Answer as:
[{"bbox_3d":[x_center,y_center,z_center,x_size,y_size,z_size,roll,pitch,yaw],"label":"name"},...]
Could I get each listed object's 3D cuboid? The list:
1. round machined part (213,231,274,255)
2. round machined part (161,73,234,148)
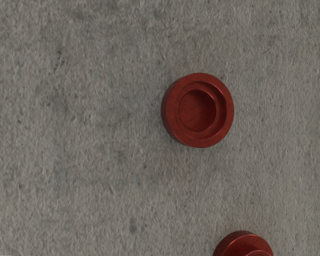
[{"bbox_3d":[0.127,0.204,0.449,0.099,0.042,0.097,0,90,-21],"label":"round machined part"},{"bbox_3d":[0.047,-0.023,0.418,0.099,0.042,0.097,0,90,-21],"label":"round machined part"}]
